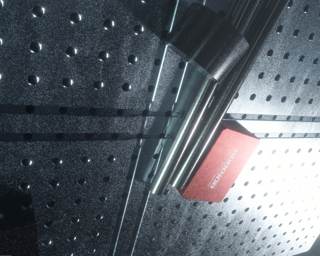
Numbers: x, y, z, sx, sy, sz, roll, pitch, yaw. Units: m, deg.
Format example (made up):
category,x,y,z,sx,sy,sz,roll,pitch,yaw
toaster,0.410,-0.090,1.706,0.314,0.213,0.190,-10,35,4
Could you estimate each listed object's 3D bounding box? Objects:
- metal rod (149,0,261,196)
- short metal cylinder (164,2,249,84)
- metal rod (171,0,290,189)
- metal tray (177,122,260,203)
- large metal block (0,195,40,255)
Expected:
category,x,y,z,sx,sy,sz,roll,pitch,yaw
metal rod,0.053,-0.034,0.420,0.025,0.025,0.298,11,113,-34
short metal cylinder,0.051,-0.093,0.348,0.080,0.080,0.050,31,101,-38
metal rod,0.090,-0.042,0.432,0.025,0.025,0.298,16,109,-35
metal tray,0.092,0.057,0.495,0.091,0.030,0.129,17,110,-35
large metal block,-0.193,0.136,0.374,0.081,0.050,0.079,-8,122,-25
